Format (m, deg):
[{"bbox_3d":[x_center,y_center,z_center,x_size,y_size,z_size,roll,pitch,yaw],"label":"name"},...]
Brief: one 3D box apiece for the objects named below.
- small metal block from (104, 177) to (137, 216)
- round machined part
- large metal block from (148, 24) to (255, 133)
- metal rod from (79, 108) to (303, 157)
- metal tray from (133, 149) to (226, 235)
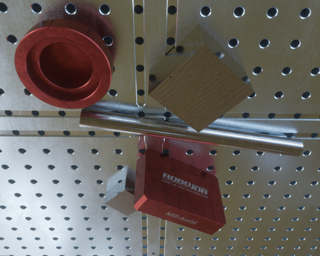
[{"bbox_3d":[-0.054,0.114,0.508,0.050,0.025,0.050,-37,121,27],"label":"small metal block"},{"bbox_3d":[-0.100,-0.072,0.338,0.099,0.042,0.097,-1,130,0],"label":"round machined part"},{"bbox_3d":[0.044,-0.053,0.351,0.080,0.050,0.080,36,121,-27],"label":"large metal block"},{"bbox_3d":[0.047,0.007,0.418,0.302,0.025,0.025,8,130,-8],"label":"metal rod"},{"bbox_3d":[0.029,0.091,0.447,0.131,0.090,0.030,24,126,-20],"label":"metal tray"}]
